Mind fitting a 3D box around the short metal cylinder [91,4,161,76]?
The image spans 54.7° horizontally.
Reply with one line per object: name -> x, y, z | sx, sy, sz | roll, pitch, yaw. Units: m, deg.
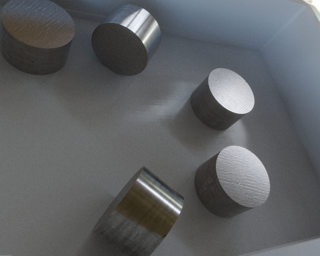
short metal cylinder -> -0.045, -0.118, 0.420 | 0.080, 0.080, 0.050 | 32, 51, -8

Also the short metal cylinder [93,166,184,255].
short metal cylinder -> -0.021, 0.085, 0.308 | 0.050, 0.080, 0.080 | 39, 51, -3

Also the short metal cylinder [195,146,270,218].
short metal cylinder -> 0.092, 0.069, 0.399 | 0.081, 0.050, 0.080 | 14, 56, -21

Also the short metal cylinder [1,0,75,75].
short metal cylinder -> -0.150, -0.112, 0.378 | 0.081, 0.050, 0.080 | 14, 56, -21

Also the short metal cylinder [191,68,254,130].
short metal cylinder -> 0.094, -0.043, 0.469 | 0.081, 0.050, 0.080 | 14, 56, -21
